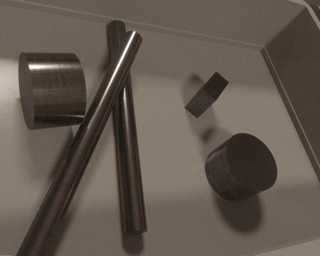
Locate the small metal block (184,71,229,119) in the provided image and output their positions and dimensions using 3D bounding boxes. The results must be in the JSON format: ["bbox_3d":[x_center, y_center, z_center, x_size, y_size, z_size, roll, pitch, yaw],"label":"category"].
[{"bbox_3d":[0.069,-0.049,0.459,0.025,0.050,0.050,41,51,-1],"label":"small metal block"}]

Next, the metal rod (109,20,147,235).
[{"bbox_3d":[-0.045,-0.021,0.395,0.025,0.025,0.299,6,59,-26],"label":"metal rod"}]

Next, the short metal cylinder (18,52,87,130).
[{"bbox_3d":[-0.117,-0.040,0.332,0.050,0.080,0.080,-8,66,-32],"label":"short metal cylinder"}]

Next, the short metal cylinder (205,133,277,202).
[{"bbox_3d":[0.109,0.053,0.418,0.081,0.050,0.080,14,56,-21],"label":"short metal cylinder"}]

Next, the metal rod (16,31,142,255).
[{"bbox_3d":[-0.076,-0.001,0.347,0.025,0.025,0.300,26,58,-13],"label":"metal rod"}]
